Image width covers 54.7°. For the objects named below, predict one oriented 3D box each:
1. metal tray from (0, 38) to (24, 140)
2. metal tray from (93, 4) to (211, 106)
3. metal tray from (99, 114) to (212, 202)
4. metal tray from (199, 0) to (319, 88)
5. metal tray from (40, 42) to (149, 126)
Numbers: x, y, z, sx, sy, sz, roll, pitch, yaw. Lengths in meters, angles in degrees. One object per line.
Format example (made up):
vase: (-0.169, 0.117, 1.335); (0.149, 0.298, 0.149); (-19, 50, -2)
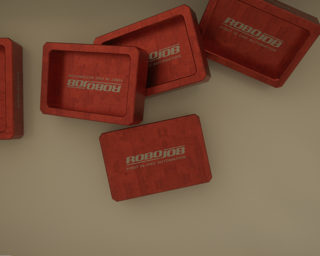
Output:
metal tray: (-0.231, -0.049, 0.405); (0.091, 0.030, 0.129); (-1, 90, -1)
metal tray: (-0.011, -0.086, 0.386); (0.130, 0.030, 0.089); (-13, 90, 20)
metal tray: (-0.005, 0.038, 0.409); (0.131, 0.030, 0.089); (-12, 90, -1)
metal tray: (0.114, -0.115, 0.384); (0.131, 0.030, 0.089); (23, 130, -1)
metal tray: (-0.083, -0.055, 0.381); (0.130, 0.030, 0.089); (8, 97, 19)
